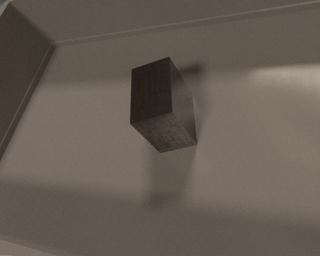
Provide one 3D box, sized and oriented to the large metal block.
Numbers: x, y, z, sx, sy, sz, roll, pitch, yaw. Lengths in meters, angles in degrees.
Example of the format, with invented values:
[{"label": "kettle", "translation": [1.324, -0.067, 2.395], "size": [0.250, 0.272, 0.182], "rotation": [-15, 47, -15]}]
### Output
[{"label": "large metal block", "translation": [0.006, -0.026, 0.382], "size": [0.050, 0.080, 0.080], "rotation": [-15, 56, 20]}]
